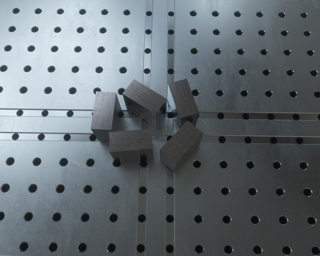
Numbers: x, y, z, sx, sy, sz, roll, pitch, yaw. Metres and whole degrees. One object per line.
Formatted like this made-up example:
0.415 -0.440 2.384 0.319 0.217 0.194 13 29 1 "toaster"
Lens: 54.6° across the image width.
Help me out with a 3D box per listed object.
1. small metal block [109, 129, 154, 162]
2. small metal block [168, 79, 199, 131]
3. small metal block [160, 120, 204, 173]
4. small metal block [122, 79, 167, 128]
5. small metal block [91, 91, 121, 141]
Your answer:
-0.035 0.023 0.390 0.050 0.050 0.025 -5 70 -2 "small metal block"
0.029 -0.029 0.409 0.025 0.050 0.050 -15 70 -5 "small metal block"
0.026 0.025 0.389 0.025 0.050 0.050 40 75 14 "small metal block"
-0.019 -0.031 0.410 0.050 0.050 0.025 32 74 10 "small metal block"
-0.069 -0.014 0.403 0.025 0.050 0.050 3 71 1 "small metal block"
